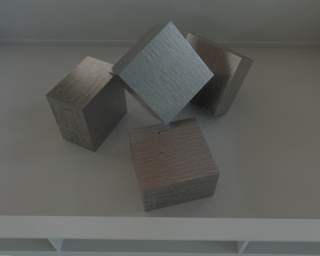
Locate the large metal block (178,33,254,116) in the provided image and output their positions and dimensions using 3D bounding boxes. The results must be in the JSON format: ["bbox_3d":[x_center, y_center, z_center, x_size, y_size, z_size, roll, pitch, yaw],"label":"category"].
[{"bbox_3d":[0.067,-0.073,0.422,0.080,0.079,0.050,34,24,25],"label":"large metal block"}]

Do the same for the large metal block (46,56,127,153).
[{"bbox_3d":[-0.087,-0.030,0.394,0.050,0.080,0.080,21,53,17],"label":"large metal block"}]

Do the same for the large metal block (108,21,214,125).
[{"bbox_3d":[0.001,-0.064,0.362,0.080,0.080,0.050,-47,25,-5],"label":"large metal block"}]

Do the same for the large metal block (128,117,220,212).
[{"bbox_3d":[0.013,0.040,0.355,0.081,0.050,0.080,-11,51,-9],"label":"large metal block"}]
